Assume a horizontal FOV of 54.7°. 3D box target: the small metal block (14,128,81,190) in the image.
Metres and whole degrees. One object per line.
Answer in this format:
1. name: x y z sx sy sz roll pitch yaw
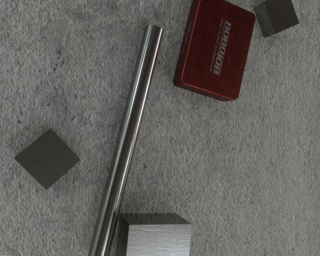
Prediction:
1. small metal block: -0.130 0.035 0.361 0.050 0.025 0.050 -43 104 -15

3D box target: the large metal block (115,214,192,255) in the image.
1. large metal block: -0.010 0.155 0.393 0.081 0.050 0.080 6 88 -20

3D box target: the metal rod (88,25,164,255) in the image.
1. metal rod: -0.042 0.015 0.394 0.025 0.025 0.298 15 85 -20

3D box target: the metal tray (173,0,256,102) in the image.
1. metal tray: 0.077 -0.111 0.436 0.091 0.030 0.129 15 85 -20

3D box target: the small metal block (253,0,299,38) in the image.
1. small metal block: 0.179 -0.173 0.477 0.050 0.025 0.050 -26 99 -18
